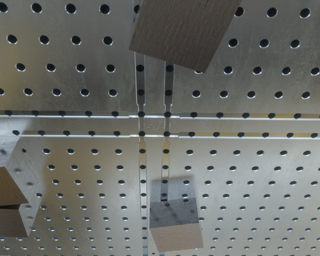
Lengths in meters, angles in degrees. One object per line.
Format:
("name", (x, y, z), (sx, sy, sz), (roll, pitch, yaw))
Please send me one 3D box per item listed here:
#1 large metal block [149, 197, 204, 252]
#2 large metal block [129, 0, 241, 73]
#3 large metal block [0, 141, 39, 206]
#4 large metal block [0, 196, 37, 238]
("large metal block", (0.030, 0.170, 0.541), (0.080, 0.050, 0.080), (-9, 130, 6))
("large metal block", (0.021, -0.110, 0.302), (0.081, 0.050, 0.079), (15, 129, -13))
("large metal block", (-0.237, 0.068, 0.450), (0.080, 0.050, 0.080), (-6, 130, 4))
("large metal block", (-0.256, 0.134, 0.505), (0.081, 0.050, 0.079), (4, 130, -4))
